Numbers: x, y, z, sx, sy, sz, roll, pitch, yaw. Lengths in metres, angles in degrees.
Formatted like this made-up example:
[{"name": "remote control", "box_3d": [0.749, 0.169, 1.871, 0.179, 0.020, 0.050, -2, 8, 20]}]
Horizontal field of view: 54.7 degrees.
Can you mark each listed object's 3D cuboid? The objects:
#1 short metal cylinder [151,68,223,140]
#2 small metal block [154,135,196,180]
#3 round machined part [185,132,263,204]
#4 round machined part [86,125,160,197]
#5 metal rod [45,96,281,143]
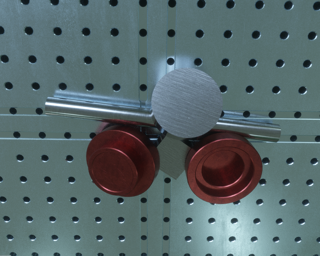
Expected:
[{"name": "short metal cylinder", "box_3d": [0.029, -0.026, 0.371, 0.081, 0.050, 0.080, 0, 85, -4]}, {"name": "small metal block", "box_3d": [0.016, 0.034, 0.422, 0.050, 0.025, 0.050, 35, 106, -12]}, {"name": "round machined part", "box_3d": [0.083, 0.050, 0.417, 0.099, 0.042, 0.097, -1, 113, -3]}, {"name": "round machined part", "box_3d": [-0.053, 0.048, 0.404, 0.098, 0.042, 0.097, 6, 112, 16]}, {"name": "metal rod", "box_3d": [0.006, -0.011, 0.406, 0.302, 0.025, 0.025, 7, 110, -3]}]
